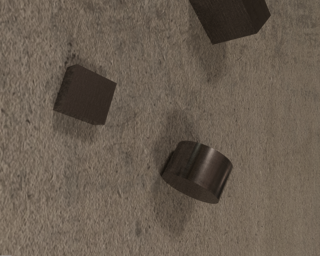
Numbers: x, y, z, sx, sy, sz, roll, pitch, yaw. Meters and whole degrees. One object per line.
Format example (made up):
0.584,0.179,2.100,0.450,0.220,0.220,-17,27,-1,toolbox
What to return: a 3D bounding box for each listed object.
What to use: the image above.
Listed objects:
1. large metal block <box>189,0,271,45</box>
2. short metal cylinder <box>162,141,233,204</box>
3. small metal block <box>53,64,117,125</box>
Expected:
0.103,-0.178,0.457,0.050,0.080,0.080,-51,120,-28,large metal block
0.050,0.060,0.413,0.080,0.080,0.050,43,64,-32,short metal cylinder
-0.081,-0.035,0.338,0.050,0.025,0.050,23,75,-38,small metal block
